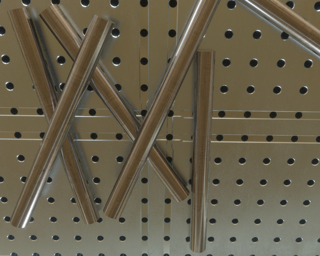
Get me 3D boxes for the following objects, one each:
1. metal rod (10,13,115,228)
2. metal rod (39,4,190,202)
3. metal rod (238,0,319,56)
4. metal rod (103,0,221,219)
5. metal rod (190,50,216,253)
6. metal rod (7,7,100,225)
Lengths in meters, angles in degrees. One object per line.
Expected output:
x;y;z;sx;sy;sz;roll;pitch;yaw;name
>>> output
-0.128;0.005;0.386;0.025;0.025;0.298;25;108;-9;metal rod
-0.049;-0.020;0.405;0.025;0.025;0.300;-31;107;11;metal rod
0.155;-0.126;0.368;0.301;0.025;0.025;29;107;-11;metal rod
-0.002;-0.020;0.385;0.025;0.025;0.299;23;101;-8;metal rod
0.057;0.045;0.430;0.025;0.025;0.298;-1;110;0;metal rod
-0.134;-0.001;0.411;0.025;0.025;0.298;-12;110;4;metal rod
